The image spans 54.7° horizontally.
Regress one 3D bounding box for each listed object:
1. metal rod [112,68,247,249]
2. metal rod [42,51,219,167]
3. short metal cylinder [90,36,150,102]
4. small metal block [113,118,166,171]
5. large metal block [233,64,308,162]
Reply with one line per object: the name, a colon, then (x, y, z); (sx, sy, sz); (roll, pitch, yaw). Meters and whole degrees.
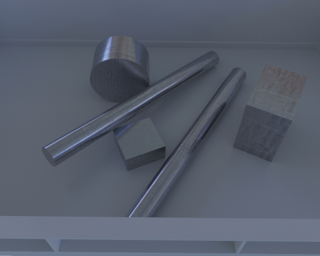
metal rod: (0.042, 0.015, 0.392); (0.025, 0.025, 0.301); (26, 54, 19)
metal rod: (-0.017, -0.041, 0.417); (0.025, 0.025, 0.302); (36, 52, 26)
short metal cylinder: (-0.055, -0.082, 0.437); (0.081, 0.080, 0.050); (-1, 50, -1)
small metal block: (-0.026, 0.020, 0.388); (0.050, 0.025, 0.050); (-18, 53, -15)
large metal block: (0.136, -0.018, 0.387); (0.050, 0.080, 0.080); (22, 53, 17)
